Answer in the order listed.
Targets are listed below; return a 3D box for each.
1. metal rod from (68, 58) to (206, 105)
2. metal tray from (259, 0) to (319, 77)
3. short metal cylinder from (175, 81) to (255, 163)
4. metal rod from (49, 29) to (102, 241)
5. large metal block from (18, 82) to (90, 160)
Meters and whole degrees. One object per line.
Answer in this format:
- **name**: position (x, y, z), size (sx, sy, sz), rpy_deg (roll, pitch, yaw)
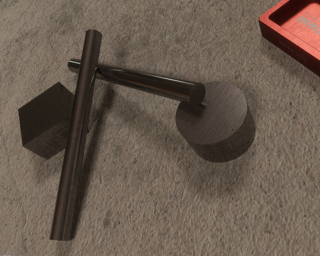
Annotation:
- **metal rod**: position (-0.056, -0.074, 0.441), size (0.300, 0.025, 0.025), rpy_deg (21, 73, 47)
- **metal tray**: position (0.196, -0.120, 0.371), size (0.090, 0.030, 0.130), rpy_deg (-37, 51, 3)
- **short metal cylinder**: position (0.065, -0.006, 0.357), size (0.080, 0.050, 0.080), rpy_deg (-13, 56, 20)
- **metal rod**: position (-0.113, -0.003, 0.430), size (0.025, 0.025, 0.299), rpy_deg (-5, 70, 25)
- **large metal block**: position (-0.166, -0.011, 0.479), size (0.080, 0.050, 0.080), rpy_deg (-33, 52, 6)
